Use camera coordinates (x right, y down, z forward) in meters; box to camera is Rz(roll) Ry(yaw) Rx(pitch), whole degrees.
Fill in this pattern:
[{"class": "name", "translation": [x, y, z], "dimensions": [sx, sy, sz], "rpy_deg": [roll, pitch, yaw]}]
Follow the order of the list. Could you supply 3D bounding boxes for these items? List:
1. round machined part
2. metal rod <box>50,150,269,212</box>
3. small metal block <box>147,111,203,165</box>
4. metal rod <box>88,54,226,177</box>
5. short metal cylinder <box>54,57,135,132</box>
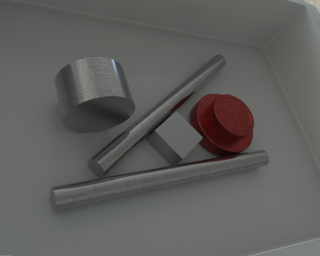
[{"class": "round machined part", "translation": [0.097, -0.010, 0.451], "dimensions": [0.099, 0.042, 0.098], "rpy_deg": [14, 56, -21]}, {"class": "metal rod", "translation": [0.024, 0.057, 0.383], "dimensions": [0.303, 0.025, 0.025], "rpy_deg": [-6, 65, -31]}, {"class": "small metal block", "translation": [0.020, 0.014, 0.407], "dimensions": [0.050, 0.025, 0.050], "rpy_deg": [46, 51, 3]}, {"class": "metal rod", "translation": [0.016, -0.035, 0.435], "dimensions": [0.025, 0.025, 0.302], "rpy_deg": [45, 51, 3]}, {"class": "short metal cylinder", "translation": [-0.074, -0.035, 0.352], "dimensions": [0.081, 0.080, 0.050], "rpy_deg": [-5, 65, -31]}]
